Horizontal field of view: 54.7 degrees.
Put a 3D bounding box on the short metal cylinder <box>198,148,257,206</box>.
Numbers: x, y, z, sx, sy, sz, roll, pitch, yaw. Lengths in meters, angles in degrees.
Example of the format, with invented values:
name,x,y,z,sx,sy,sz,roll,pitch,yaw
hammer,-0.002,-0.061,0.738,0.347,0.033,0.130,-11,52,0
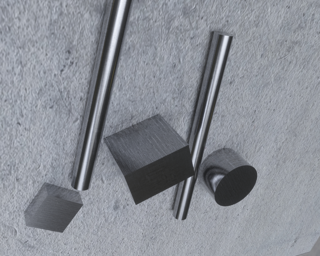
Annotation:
name,x,y,z,sx,sy,sz,roll,pitch,yaw
short metal cylinder,0.108,0.079,0.501,0.081,0.050,0.079,-14,125,-21

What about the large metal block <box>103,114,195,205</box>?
name,x,y,z,sx,sy,sz,roll,pitch,yaw
large metal block,-0.015,0.035,0.387,0.081,0.080,0.050,-25,128,-14

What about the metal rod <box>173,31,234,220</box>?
name,x,y,z,sx,sy,sz,roll,pitch,yaw
metal rod,0.056,0.015,0.448,0.025,0.025,0.298,-5,121,-26

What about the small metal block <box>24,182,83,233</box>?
name,x,y,z,sx,sy,sz,roll,pitch,yaw
small metal block,-0.136,0.103,0.397,0.050,0.025,0.050,29,102,-38

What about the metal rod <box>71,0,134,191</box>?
name,x,y,z,sx,sy,sz,roll,pitch,yaw
metal rod,-0.060,-0.058,0.338,0.025,0.025,0.298,3,117,-30
